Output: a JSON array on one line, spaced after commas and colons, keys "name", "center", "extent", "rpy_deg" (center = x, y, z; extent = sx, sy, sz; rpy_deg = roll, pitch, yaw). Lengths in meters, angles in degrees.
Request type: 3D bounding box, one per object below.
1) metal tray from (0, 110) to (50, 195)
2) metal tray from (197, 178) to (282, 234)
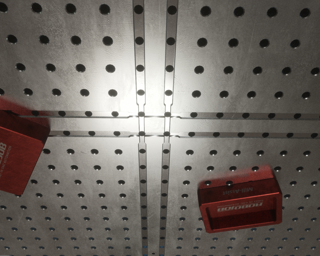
[{"name": "metal tray", "center": [-0.220, 0.036, 0.436], "extent": [0.091, 0.030, 0.129], "rpy_deg": [23, 126, -19]}, {"name": "metal tray", "center": [0.136, 0.134, 0.524], "extent": [0.131, 0.030, 0.090], "rpy_deg": [-11, 130, 8]}]
